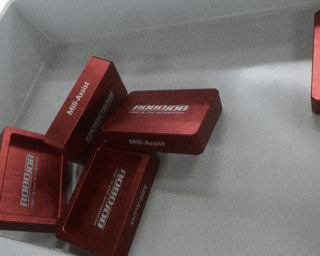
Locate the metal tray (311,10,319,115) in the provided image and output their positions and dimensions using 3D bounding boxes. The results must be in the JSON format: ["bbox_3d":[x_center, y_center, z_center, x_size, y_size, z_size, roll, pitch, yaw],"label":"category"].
[{"bbox_3d":[0.216,-0.078,0.336,0.090,0.030,0.130,1,62,28],"label":"metal tray"}]

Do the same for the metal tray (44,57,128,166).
[{"bbox_3d":[-0.094,-0.019,0.422,0.030,0.090,0.130,19,71,16],"label":"metal tray"}]

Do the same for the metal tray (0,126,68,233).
[{"bbox_3d":[-0.171,0.068,0.410,0.030,0.091,0.130,-41,45,37],"label":"metal tray"}]

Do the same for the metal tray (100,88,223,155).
[{"bbox_3d":[0.002,-0.011,0.387,0.130,0.030,0.090,2,40,29],"label":"metal tray"}]

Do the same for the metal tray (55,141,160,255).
[{"bbox_3d":[-0.063,0.085,0.383,0.090,0.030,0.130,6,65,31],"label":"metal tray"}]
